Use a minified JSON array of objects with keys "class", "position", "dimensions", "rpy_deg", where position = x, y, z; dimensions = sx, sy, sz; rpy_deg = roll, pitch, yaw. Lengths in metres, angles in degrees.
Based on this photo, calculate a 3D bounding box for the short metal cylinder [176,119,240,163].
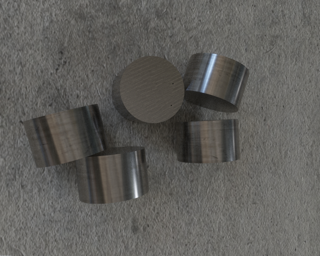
[{"class":"short metal cylinder","position":[0.062,0.015,0.402],"dimensions":[0.081,0.080,0.050],"rpy_deg":[-4,92,-20]}]

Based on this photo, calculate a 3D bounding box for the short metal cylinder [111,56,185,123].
[{"class":"short metal cylinder","position":[-0.016,-0.046,0.389],"dimensions":[0.081,0.050,0.080],"rpy_deg":[0,90,-20]}]

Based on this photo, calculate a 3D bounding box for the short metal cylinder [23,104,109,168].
[{"class":"short metal cylinder","position":[-0.102,0.007,0.342],"dimensions":[0.081,0.080,0.050],"rpy_deg":[-16,96,-19]}]

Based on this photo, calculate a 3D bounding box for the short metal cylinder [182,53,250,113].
[{"class":"short metal cylinder","position":[0.070,-0.057,0.405],"dimensions":[0.080,0.080,0.050],"rpy_deg":[20,83,-19]}]

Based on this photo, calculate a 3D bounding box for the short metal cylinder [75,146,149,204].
[{"class":"short metal cylinder","position":[-0.055,0.051,0.359],"dimensions":[0.081,0.080,0.050],"rpy_deg":[-6,93,-20]}]
